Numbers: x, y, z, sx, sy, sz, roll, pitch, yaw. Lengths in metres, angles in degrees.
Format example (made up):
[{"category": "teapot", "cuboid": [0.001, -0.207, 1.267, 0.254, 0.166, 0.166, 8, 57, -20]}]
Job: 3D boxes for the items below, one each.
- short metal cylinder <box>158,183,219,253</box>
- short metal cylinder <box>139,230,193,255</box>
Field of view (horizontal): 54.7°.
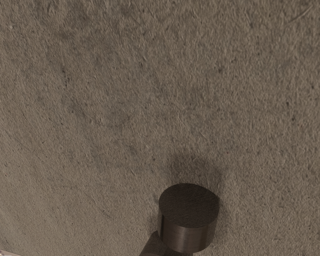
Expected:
[{"category": "short metal cylinder", "cuboid": [0.038, 0.122, 0.426, 0.080, 0.080, 0.050, 16, 125, 19]}, {"category": "short metal cylinder", "cuboid": [0.009, 0.220, 0.520, 0.080, 0.050, 0.079, 13, 124, 20]}]
